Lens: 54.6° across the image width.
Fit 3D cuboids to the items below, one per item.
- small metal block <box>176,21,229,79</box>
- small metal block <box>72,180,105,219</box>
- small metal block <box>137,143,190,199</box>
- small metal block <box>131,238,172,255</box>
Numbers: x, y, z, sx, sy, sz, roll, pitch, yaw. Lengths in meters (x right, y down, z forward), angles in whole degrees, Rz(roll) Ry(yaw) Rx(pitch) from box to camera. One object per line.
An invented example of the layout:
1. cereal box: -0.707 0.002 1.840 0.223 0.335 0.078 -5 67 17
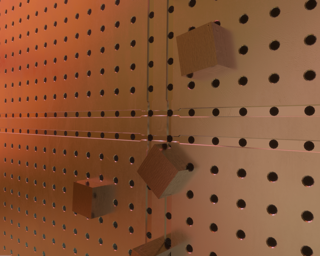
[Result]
1. small metal block: 0.050 -0.091 0.369 0.050 0.025 0.050 -12 82 39
2. small metal block: -0.117 0.115 0.508 0.050 0.025 0.050 6 94 40
3. small metal block: 0.004 0.056 0.408 0.050 0.025 0.050 47 118 30
4. small metal block: -0.016 0.180 0.407 0.025 0.050 0.050 24 106 37
